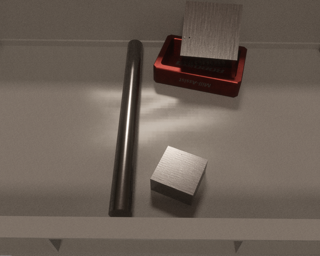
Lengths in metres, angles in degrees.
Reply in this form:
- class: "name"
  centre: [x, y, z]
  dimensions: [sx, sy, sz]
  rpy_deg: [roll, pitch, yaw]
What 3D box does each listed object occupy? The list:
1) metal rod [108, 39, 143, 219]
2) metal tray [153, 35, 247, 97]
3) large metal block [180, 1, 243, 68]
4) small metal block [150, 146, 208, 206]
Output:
- class: "metal rod"
  centre: [-0.042, -0.023, 0.423]
  dimensions: [0.025, 0.025, 0.300]
  rpy_deg: [0, 50, 0]
- class: "metal tray"
  centre: [0.064, -0.100, 0.486]
  dimensions: [0.131, 0.030, 0.090]
  rpy_deg: [13, 51, 10]
- class: "large metal block"
  centre: [0.075, -0.138, 0.464]
  dimensions: [0.080, 0.050, 0.080]
  rpy_deg: [6, 88, 4]
- class: "small metal block"
  centre: [0.022, 0.055, 0.360]
  dimensions: [0.050, 0.025, 0.050]
  rpy_deg: [19, 52, 15]
